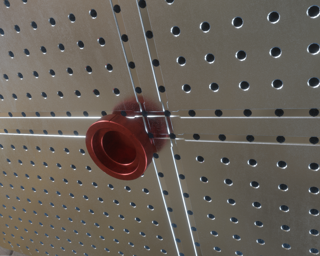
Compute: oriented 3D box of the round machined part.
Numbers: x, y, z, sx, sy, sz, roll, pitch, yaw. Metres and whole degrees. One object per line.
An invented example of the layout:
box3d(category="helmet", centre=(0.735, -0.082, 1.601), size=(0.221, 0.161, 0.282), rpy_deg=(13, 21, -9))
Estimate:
box3d(category="round machined part", centre=(-0.054, 0.023, 0.443), size=(0.098, 0.042, 0.097), rpy_deg=(13, 124, 21))
